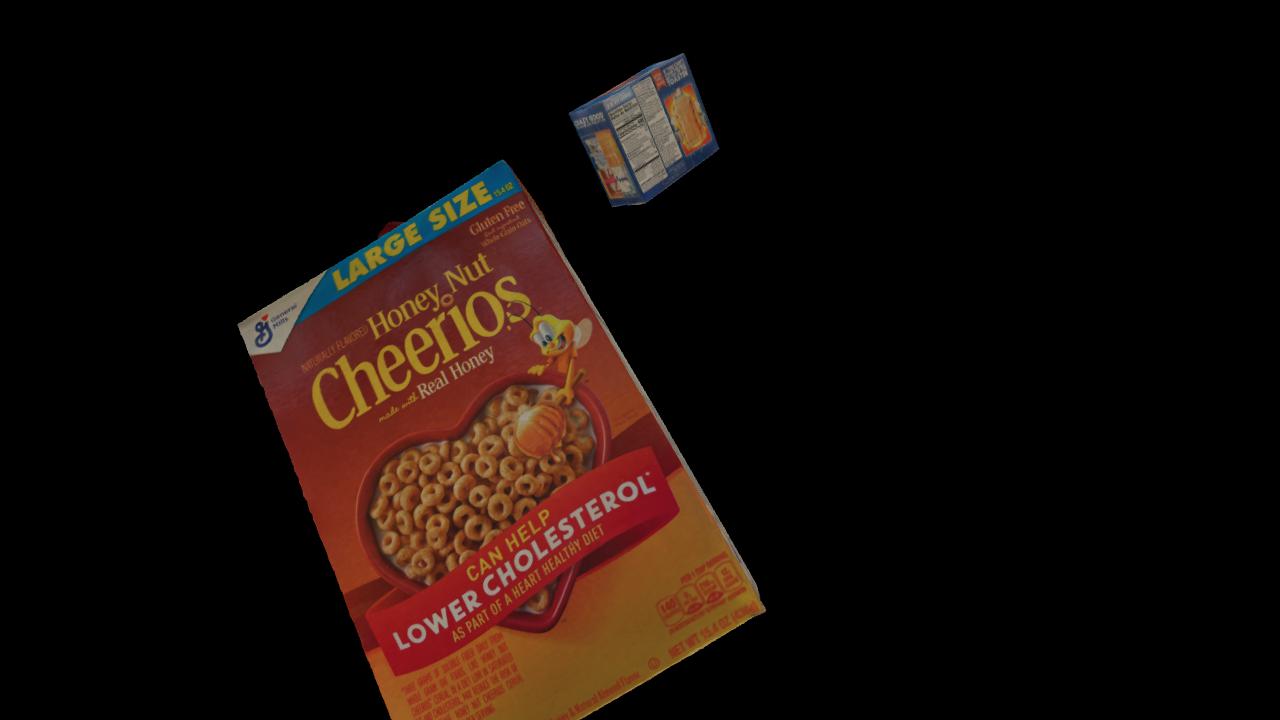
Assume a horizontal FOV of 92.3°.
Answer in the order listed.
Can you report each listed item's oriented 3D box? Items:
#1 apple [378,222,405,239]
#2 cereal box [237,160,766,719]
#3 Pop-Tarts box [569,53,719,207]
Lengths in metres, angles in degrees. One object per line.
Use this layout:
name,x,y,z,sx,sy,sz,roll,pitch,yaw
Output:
apple,-0.333,-0.160,0.895,0.093,0.079,0.079,37,-4,-5
cereal box,-0.092,0.056,0.375,0.203,0.306,0.081,-30,-15,1
Pop-Tarts box,0.010,-0.316,0.854,0.167,0.141,0.083,-43,31,-27
